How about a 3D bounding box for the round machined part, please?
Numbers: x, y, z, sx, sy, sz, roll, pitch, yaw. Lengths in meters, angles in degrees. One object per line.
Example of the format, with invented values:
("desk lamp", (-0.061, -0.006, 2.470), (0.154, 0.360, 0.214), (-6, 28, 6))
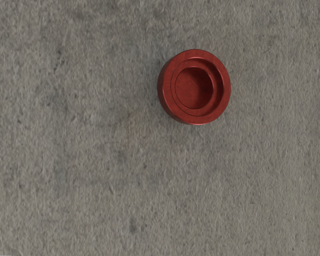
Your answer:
("round machined part", (0.042, -0.053, 0.417), (0.099, 0.042, 0.097), (0, 90, -21))
